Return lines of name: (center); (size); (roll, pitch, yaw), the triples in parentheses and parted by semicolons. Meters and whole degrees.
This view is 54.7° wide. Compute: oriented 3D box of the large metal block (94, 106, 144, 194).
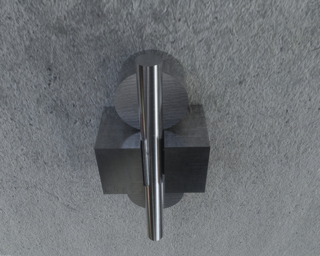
large metal block: (-0.046, 0.027, 0.395); (0.050, 0.080, 0.079); (-1, 130, 0)

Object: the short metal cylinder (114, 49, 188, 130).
short metal cylinder: (-0.009, -0.043, 0.356); (0.081, 0.050, 0.079); (0, 130, 0)

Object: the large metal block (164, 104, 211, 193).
large metal block: (0.031, 0.025, 0.394); (0.050, 0.080, 0.079); (-1, 130, 0)

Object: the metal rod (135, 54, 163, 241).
metal rod: (-0.009, 0.050, 0.385); (0.025, 0.025, 0.298); (-1, 130, 0)

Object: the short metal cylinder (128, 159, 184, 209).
short metal cylinder: (-0.006, 0.075, 0.457); (0.081, 0.050, 0.079); (0, 130, 0)
